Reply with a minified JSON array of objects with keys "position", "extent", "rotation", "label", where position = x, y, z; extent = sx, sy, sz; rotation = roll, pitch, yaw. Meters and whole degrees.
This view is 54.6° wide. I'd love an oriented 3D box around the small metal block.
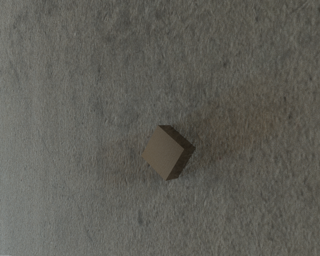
[{"position":[0.010,0.031,0.398],"extent":[0.050,0.025,0.050],"rotation":[42,116,32],"label":"small metal block"}]
